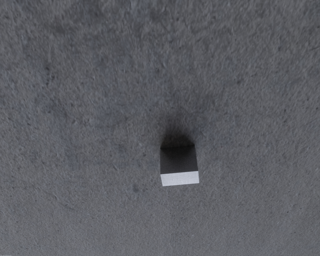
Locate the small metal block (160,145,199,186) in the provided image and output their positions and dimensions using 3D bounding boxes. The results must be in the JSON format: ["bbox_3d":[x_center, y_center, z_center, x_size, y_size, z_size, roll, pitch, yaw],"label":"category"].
[{"bbox_3d":[0.027,0.052,0.436,0.050,0.050,0.025,-6,130,4],"label":"small metal block"}]
